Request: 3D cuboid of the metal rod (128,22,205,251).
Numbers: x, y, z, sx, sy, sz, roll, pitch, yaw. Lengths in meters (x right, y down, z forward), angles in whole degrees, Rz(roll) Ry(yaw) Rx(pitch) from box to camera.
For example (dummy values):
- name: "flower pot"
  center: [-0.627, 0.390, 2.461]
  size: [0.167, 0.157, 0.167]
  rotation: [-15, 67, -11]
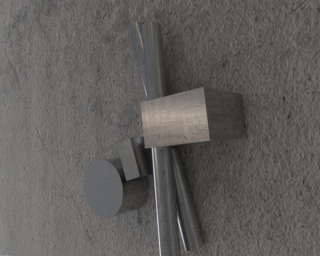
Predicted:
- name: "metal rod"
  center: [0.005, 0.002, 0.400]
  size: [0.025, 0.025, 0.299]
  rotation: [-23, 75, 37]

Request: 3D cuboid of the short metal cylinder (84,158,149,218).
- name: "short metal cylinder"
  center: [-0.062, 0.082, 0.440]
  size: [0.080, 0.050, 0.080]
  rotation: [0, 90, 40]

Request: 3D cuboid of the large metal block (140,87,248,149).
- name: "large metal block"
  center: [0.038, -0.008, 0.338]
  size: [0.080, 0.081, 0.050]
  rotation: [-10, 84, 39]

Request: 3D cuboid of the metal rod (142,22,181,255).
- name: "metal rod"
  center: [0.001, 0.018, 0.372]
  size: [0.025, 0.025, 0.298]
  rotation: [-11, 79, 39]

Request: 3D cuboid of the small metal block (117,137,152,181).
- name: "small metal block"
  center: [-0.024, 0.039, 0.408]
  size: [0.025, 0.050, 0.050]
  rotation: [-25, 74, 37]
